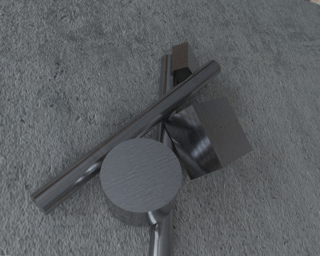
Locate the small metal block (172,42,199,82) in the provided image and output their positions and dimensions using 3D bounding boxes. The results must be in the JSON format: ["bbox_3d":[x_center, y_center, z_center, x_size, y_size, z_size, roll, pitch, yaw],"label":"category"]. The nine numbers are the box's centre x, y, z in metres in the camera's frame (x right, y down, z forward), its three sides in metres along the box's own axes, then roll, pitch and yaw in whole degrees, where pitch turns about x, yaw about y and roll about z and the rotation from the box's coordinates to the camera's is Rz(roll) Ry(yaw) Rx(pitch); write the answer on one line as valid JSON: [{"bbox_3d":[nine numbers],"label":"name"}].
[{"bbox_3d":[0.040,-0.092,0.466,0.050,0.025,0.050,49,35,-49],"label":"small metal block"}]

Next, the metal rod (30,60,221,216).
[{"bbox_3d":[-0.019,-0.007,0.377,0.025,0.025,0.302,47,58,5],"label":"metal rod"}]

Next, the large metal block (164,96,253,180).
[{"bbox_3d":[0.063,0.011,0.398,0.081,0.050,0.080,-17,80,-48],"label":"large metal block"}]

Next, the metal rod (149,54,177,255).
[{"bbox_3d":[0.007,0.022,0.395,0.025,0.025,0.300,16,55,-19],"label":"metal rod"}]

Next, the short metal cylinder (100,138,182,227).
[{"bbox_3d":[-0.020,0.057,0.327,0.081,0.050,0.080,2,57,-3],"label":"short metal cylinder"}]
